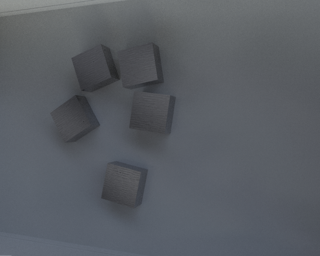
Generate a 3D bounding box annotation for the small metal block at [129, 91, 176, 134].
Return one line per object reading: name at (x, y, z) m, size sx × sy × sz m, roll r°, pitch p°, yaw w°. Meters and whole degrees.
small metal block at (-0.010, -0.021, 0.413) m, size 0.050 × 0.025 × 0.050 m, roll 9°, pitch 93°, yaw 19°

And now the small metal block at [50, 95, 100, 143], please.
small metal block at (-0.124, -0.013, 0.453) m, size 0.050 × 0.025 × 0.050 m, roll -32°, pitch 80°, yaw 17°

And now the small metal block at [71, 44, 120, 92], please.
small metal block at (-0.092, -0.084, 0.442) m, size 0.050 × 0.025 × 0.050 m, roll -20°, pitch 84°, yaw 18°

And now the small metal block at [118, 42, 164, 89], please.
small metal block at (-0.026, -0.083, 0.419) m, size 0.050 × 0.025 × 0.050 m, roll -10°, pitch 87°, yaw 19°

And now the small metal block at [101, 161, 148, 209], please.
small metal block at (-0.049, 0.077, 0.427) m, size 0.050 × 0.025 × 0.050 m, roll 12°, pitch 94°, yaw 19°
